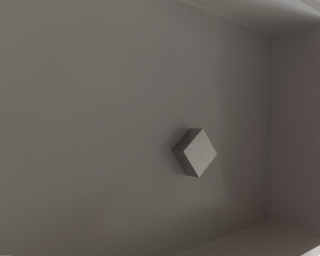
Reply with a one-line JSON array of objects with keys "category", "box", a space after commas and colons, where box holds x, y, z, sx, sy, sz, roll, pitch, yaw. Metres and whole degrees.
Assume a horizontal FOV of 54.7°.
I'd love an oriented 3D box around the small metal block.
[{"category": "small metal block", "box": [0.051, 0.035, 0.452, 0.050, 0.025, 0.050, -46, 118, -30]}]
